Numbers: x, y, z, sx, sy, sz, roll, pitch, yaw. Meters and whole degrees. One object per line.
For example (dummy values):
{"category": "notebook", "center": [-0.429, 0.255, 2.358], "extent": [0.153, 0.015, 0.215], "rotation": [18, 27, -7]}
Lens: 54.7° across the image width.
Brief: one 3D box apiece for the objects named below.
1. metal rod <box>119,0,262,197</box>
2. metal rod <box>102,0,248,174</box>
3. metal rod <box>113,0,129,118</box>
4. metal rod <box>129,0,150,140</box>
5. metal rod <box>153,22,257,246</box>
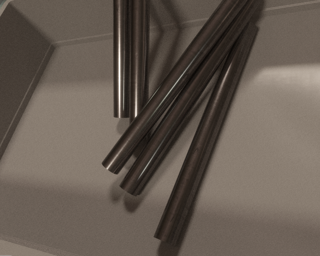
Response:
{"category": "metal rod", "center": [0.042, -0.048, 0.393], "extent": [0.025, 0.025, 0.299], "rotation": [29, 83, 37]}
{"category": "metal rod", "center": [0.027, -0.069, 0.383], "extent": [0.025, 0.025, 0.299], "rotation": [39, 93, 38]}
{"category": "metal rod", "center": [-0.051, -0.163, 0.423], "extent": [0.025, 0.025, 0.298], "rotation": [7, 101, 31]}
{"category": "metal rod", "center": [-0.026, -0.134, 0.405], "extent": [0.025, 0.025, 0.298], "rotation": [3, 94, 29]}
{"category": "metal rod", "center": [0.063, -0.009, 0.377], "extent": [0.025, 0.025, 0.300], "rotation": [11, 67, 32]}
